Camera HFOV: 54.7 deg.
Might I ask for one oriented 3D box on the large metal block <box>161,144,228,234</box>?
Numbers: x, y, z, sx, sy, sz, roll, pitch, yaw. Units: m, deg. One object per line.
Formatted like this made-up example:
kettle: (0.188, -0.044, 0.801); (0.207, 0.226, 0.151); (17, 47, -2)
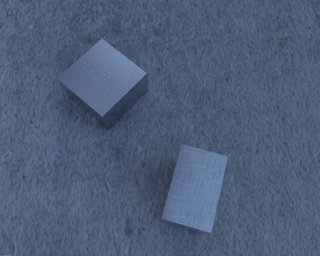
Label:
large metal block: (0.036, 0.073, 0.353); (0.050, 0.080, 0.080); (15, 71, 5)

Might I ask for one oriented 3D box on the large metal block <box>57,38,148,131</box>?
large metal block: (-0.073, -0.058, 0.415); (0.080, 0.050, 0.080); (39, 74, 13)
